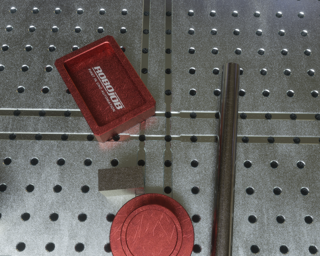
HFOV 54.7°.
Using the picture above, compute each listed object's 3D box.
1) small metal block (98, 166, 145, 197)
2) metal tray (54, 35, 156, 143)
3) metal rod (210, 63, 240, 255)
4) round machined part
[{"bbox_3d":[-0.045,0.065,0.374,0.050,0.050,0.025,-5,70,-2],"label":"small metal block"},{"bbox_3d":[-0.075,-0.057,0.428,0.090,0.030,0.130,-29,73,-11],"label":"metal tray"},{"bbox_3d":[0.083,0.052,0.393,0.025,0.025,0.299,7,70,2],"label":"metal rod"},{"bbox_3d":[-0.009,0.124,0.357,0.099,0.042,0.098,0,70,-1],"label":"round machined part"}]
